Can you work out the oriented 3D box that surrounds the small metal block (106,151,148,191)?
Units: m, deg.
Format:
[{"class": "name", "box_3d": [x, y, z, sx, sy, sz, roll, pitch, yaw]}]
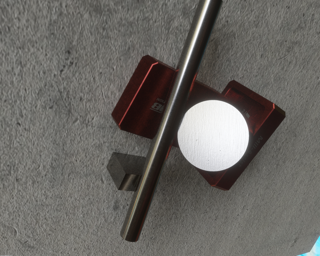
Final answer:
[{"class": "small metal block", "box_3d": [-0.037, 0.058, 0.409, 0.050, 0.050, 0.025, 13, 112, -34]}]

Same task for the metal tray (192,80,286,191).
[{"class": "metal tray", "box_3d": [0.095, 0.008, 0.425, 0.030, 0.090, 0.129, 26, 104, -37]}]

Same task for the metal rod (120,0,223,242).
[{"class": "metal rod", "box_3d": [0.009, -0.001, 0.363, 0.025, 0.025, 0.298, 11, 104, -34]}]

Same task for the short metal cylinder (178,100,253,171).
[{"class": "short metal cylinder", "box_3d": [0.067, 0.009, 0.369, 0.080, 0.080, 0.050, -56, 161, 11]}]

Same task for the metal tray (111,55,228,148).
[{"class": "metal tray", "box_3d": [0.016, -0.026, 0.398, 0.131, 0.030, 0.090, 20, 108, -36]}]
